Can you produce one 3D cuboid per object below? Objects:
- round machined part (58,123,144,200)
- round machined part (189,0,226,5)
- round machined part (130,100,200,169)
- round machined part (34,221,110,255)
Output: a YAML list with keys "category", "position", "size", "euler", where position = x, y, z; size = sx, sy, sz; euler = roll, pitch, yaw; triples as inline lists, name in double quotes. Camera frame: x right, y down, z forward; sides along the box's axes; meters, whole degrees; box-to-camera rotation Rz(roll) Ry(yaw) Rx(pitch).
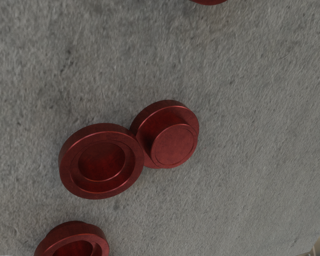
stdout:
- category: "round machined part"
  position: [-0.072, 0.036, 0.376]
  size: [0.099, 0.042, 0.097]
  euler: [-11, 123, -17]
- category: "round machined part"
  position: [0.046, -0.179, 0.312]
  size: [0.099, 0.042, 0.097]
  euler: [-14, 125, -21]
- category: "round machined part"
  position: [0.011, 0.015, 0.413]
  size: [0.099, 0.042, 0.097]
  euler: [-14, 125, -21]
- category: "round machined part"
  position: [-0.125, 0.170, 0.434]
  size: [0.099, 0.042, 0.097]
  euler: [-14, 124, -21]
